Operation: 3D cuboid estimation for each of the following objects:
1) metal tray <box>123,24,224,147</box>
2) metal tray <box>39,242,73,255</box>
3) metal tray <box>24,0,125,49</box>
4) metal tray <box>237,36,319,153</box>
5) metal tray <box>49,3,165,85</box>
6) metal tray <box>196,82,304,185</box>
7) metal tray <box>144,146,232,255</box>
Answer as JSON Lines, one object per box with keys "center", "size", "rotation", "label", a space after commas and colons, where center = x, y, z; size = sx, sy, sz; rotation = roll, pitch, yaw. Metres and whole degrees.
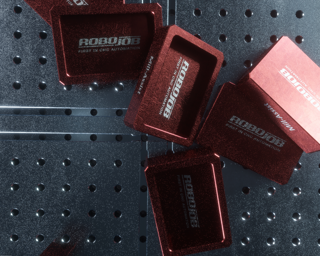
{"center": [0.019, -0.050, 0.389], "size": [0.091, 0.030, 0.129], "rotation": [20, 90, -32], "label": "metal tray"}
{"center": [-0.149, 0.220, 0.380], "size": [0.030, 0.090, 0.129], "rotation": [15, 90, 0], "label": "metal tray"}
{"center": [-0.120, -0.174, 0.410], "size": [0.130, 0.030, 0.090], "rotation": [44, 90, 0], "label": "metal tray"}
{"center": [0.175, -0.043, 0.396], "size": [0.130, 0.030, 0.090], "rotation": [44, 67, 0], "label": "metal tray"}
{"center": [-0.062, -0.105, 0.387], "size": [0.131, 0.030, 0.089], "rotation": [-7, 104, -12], "label": "metal tray"}
{"center": [0.123, 0.007, 0.412], "size": [0.130, 0.030, 0.090], "rotation": [26, 90, 0], "label": "metal tray"}
{"center": [0.037, 0.095, 0.395], "size": [0.090, 0.030, 0.129], "rotation": [-11, 105, 0], "label": "metal tray"}
